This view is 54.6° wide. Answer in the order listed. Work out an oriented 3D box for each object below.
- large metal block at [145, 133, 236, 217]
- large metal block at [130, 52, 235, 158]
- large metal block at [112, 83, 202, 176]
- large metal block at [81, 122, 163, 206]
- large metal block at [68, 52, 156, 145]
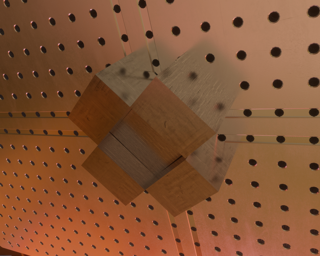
[{"bbox_3d":[0.039,0.053,0.390,0.050,0.080,0.080,45,129,-3],"label":"large metal block"},{"bbox_3d":[0.028,-0.028,0.344,0.080,0.080,0.050,43,129,-2],"label":"large metal block"},{"bbox_3d":[-0.001,0.002,0.396,0.080,0.050,0.080,45,131,-1],"label":"large metal block"},{"bbox_3d":[-0.045,0.044,0.427,0.080,0.080,0.050,43,129,-2],"label":"large metal block"},{"bbox_3d":[-0.055,-0.037,0.383,0.050,0.080,0.080,44,129,-2],"label":"large metal block"}]
